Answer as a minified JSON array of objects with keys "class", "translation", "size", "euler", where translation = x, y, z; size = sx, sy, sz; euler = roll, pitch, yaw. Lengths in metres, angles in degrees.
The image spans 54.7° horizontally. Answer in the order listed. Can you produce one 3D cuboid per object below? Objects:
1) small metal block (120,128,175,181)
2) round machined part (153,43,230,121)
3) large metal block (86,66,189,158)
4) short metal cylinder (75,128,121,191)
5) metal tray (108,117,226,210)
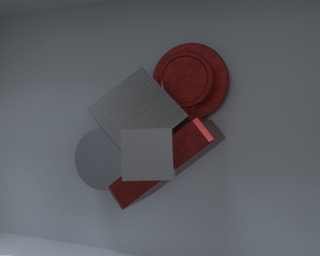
[{"class":"small metal block","translation":[-0.011,0.026,0.311],"size":[0.050,0.025,0.050],"euler":[-2,89,6]},{"class":"round machined part","translation":[0.036,-0.058,0.386],"size":[0.098,0.042,0.097],"euler":[0,90,19]},{"class":"large metal block","translation":[-0.025,-0.010,0.365],"size":[0.080,0.050,0.080],"euler":[-39,76,-10]},{"class":"short metal cylinder","translation":[-0.066,0.040,0.417],"size":[0.080,0.050,0.079],"euler":[0,90,19]},{"class":"metal tray","translation":[0.012,0.040,0.369],"size":[0.130,0.090,0.030],"euler":[-39,77,15]}]
